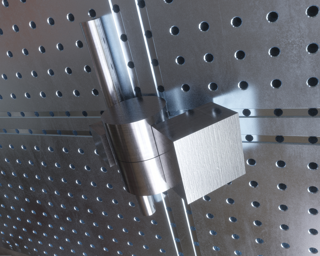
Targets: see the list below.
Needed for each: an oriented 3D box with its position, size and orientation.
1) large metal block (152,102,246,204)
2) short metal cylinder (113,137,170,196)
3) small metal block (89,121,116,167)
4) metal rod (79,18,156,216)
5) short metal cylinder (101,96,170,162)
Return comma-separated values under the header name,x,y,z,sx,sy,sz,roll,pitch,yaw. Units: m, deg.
name,x,y,z,sx,sy,sz,roll,pitch,yaw
large metal block,0.046,0.026,0.353,0.050,0.081,0.080,35,143,57
short metal cylinder,-0.015,0.043,0.405,0.080,0.080,0.050,1,119,28
small metal block,-0.075,0.021,0.444,0.050,0.025,0.050,29,138,56
metal rod,-0.052,0.002,0.434,0.025,0.025,0.298,0,119,28
short metal cylinder,-0.027,-0.001,0.384,0.080,0.080,0.050,1,119,28
